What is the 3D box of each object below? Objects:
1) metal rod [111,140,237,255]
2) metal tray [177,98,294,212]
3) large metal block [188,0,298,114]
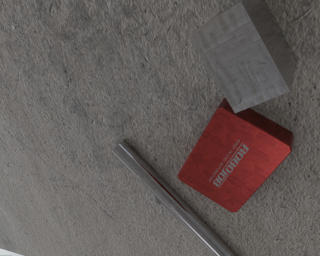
[{"bbox_3d":[0.041,0.133,0.467,0.300,0.025,0.025,46,129,-5],"label":"metal rod"},{"bbox_3d":[0.087,0.037,0.381,0.090,0.030,0.129,31,128,8],"label":"metal tray"},{"bbox_3d":[0.080,-0.073,0.284,0.050,0.080,0.080,-25,105,37],"label":"large metal block"}]
